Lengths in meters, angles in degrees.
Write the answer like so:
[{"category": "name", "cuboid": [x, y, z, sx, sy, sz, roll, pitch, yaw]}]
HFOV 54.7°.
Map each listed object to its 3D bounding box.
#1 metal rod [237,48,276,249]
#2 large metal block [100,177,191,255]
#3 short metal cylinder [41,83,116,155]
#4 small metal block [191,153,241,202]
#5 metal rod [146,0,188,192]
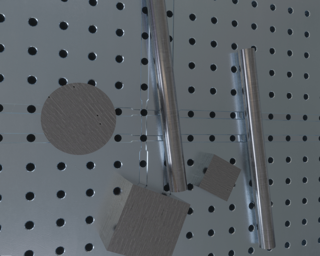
[{"category": "metal rod", "cuboid": [0.146, 0.032, 0.466, 0.025, 0.025, 0.298, -8, 93, -20]}, {"category": "large metal block", "cuboid": [-0.020, 0.117, 0.393, 0.080, 0.050, 0.080, 24, 82, -19]}, {"category": "short metal cylinder", "cuboid": [-0.097, -0.010, 0.364, 0.081, 0.050, 0.079, 0, 90, -20]}, {"category": "small metal block", "cuboid": [0.080, 0.070, 0.443, 0.050, 0.025, 0.050, 30, 80, -18]}, {"category": "metal rod", "cuboid": [0.007, -0.064, 0.415, 0.025, 0.025, 0.298, -8, 93, -20]}]
